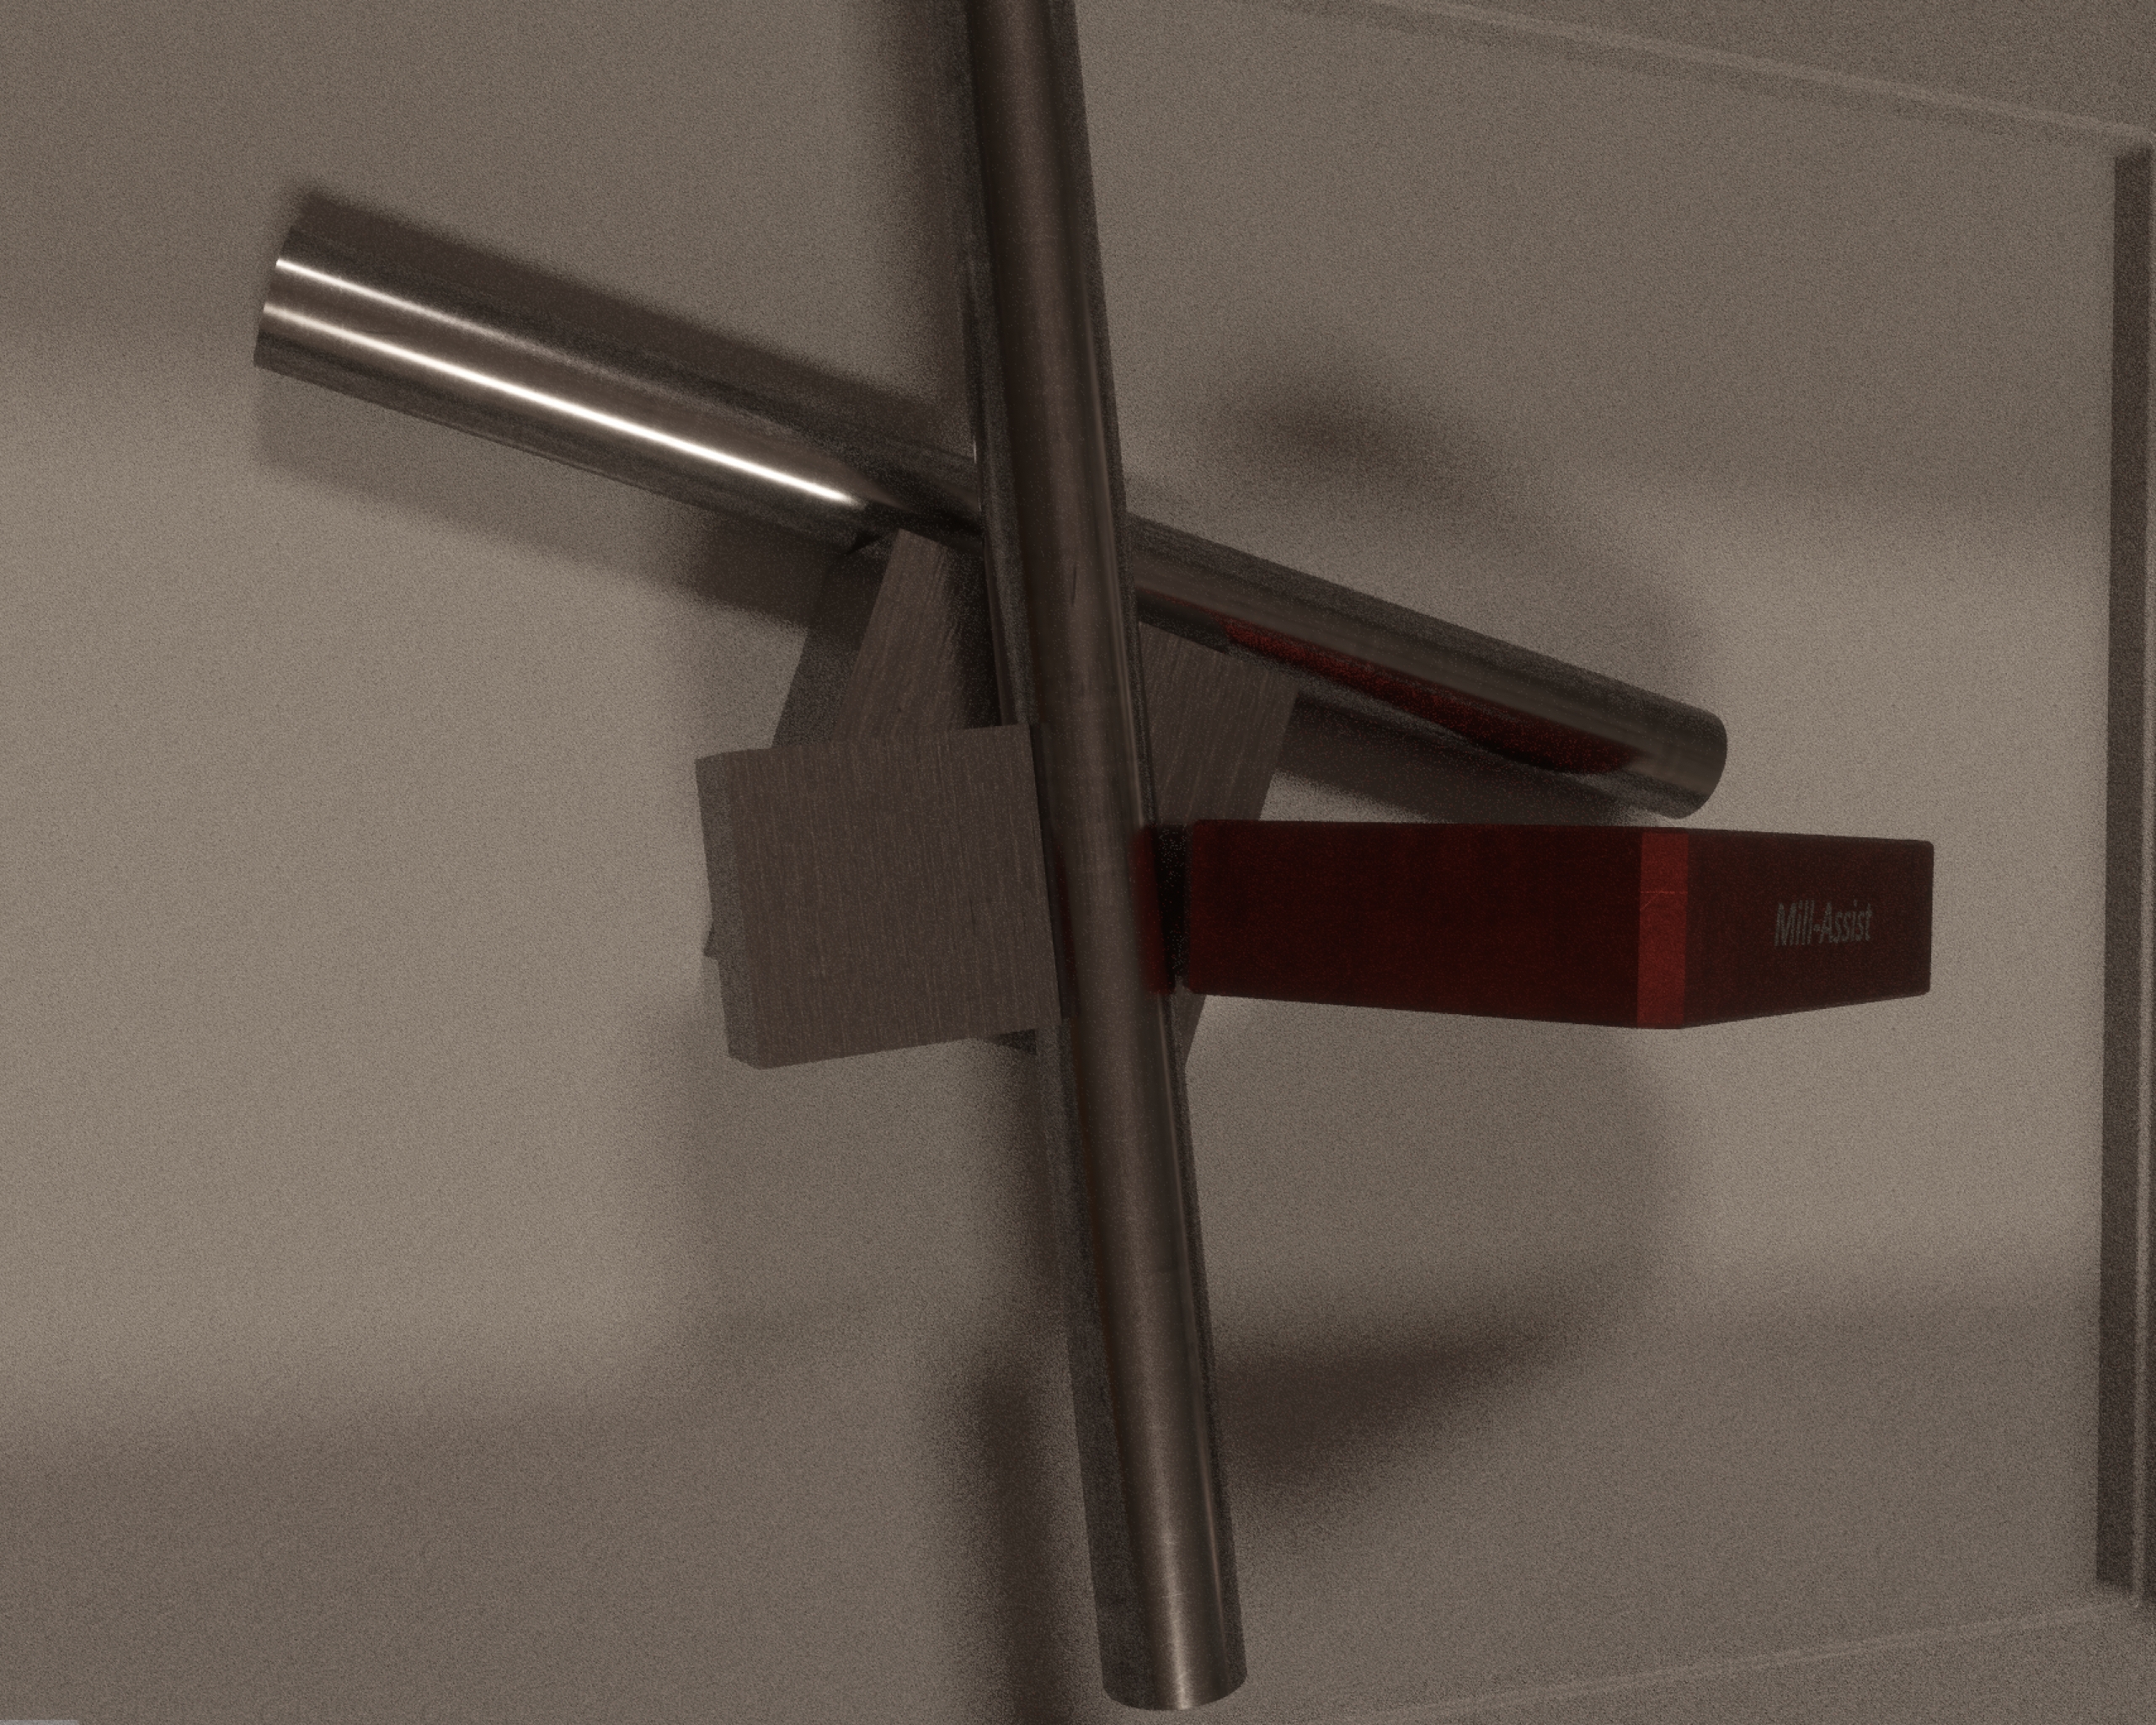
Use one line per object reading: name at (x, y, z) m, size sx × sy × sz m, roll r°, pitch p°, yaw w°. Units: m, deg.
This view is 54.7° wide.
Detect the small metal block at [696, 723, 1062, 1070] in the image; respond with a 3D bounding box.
small metal block at (-0.033, 0.005, 0.344) m, size 0.050 × 0.025 × 0.050 m, roll -7°, pitch 92°, yaw -21°

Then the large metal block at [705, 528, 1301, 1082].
large metal block at (-0.015, -0.008, 0.391) m, size 0.081 × 0.050 × 0.080 m, roll 19°, pitch 84°, yaw -20°

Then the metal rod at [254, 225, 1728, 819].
metal rod at (-0.001, -0.060, 0.410) m, size 0.302 × 0.025 × 0.025 m, roll 15°, pitch 85°, yaw -20°

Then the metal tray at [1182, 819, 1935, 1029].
metal tray at (0.091, 0.009, 0.381) m, size 0.131 × 0.090 × 0.030 m, roll 1°, pitch 91°, yaw -52°

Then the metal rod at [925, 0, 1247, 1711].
metal rod at (0.001, -0.006, 0.357) m, size 0.025 × 0.025 × 0.298 m, roll -7°, pitch 93°, yaw -20°
